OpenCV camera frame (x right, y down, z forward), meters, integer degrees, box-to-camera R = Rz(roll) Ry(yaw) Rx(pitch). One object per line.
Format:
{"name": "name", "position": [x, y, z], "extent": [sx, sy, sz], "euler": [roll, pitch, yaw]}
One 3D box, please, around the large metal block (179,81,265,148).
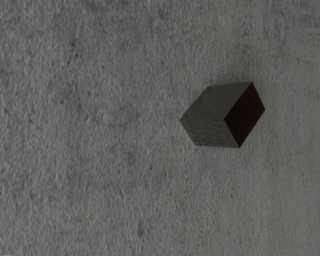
{"name": "large metal block", "position": [0.089, -0.019, 0.442], "extent": [0.080, 0.080, 0.050], "euler": [-49, 119, -29]}
